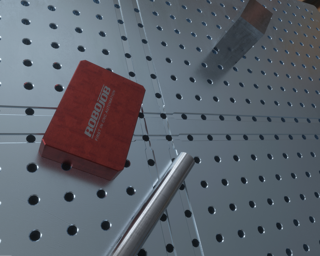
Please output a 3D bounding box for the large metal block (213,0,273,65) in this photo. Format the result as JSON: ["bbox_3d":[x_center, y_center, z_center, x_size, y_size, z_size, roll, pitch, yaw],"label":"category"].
[{"bbox_3d":[0.152,-0.177,0.565,0.050,0.080,0.080,36,51,-5],"label":"large metal block"}]

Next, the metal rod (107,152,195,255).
[{"bbox_3d":[-0.040,0.131,0.307,0.025,0.025,0.301,41,51,-1],"label":"metal rod"}]

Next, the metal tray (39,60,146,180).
[{"bbox_3d":[-0.076,-0.013,0.373,0.090,0.030,0.130,23,53,-15],"label":"metal tray"}]
